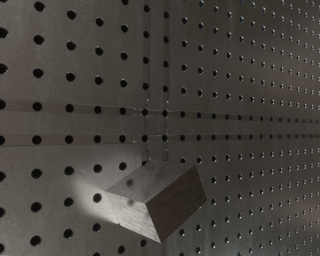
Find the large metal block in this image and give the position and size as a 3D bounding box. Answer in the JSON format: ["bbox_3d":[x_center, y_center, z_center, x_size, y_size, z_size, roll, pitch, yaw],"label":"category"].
[{"bbox_3d":[-0.005,0.081,0.371,0.081,0.080,0.050,-31,110,-36],"label":"large metal block"}]
